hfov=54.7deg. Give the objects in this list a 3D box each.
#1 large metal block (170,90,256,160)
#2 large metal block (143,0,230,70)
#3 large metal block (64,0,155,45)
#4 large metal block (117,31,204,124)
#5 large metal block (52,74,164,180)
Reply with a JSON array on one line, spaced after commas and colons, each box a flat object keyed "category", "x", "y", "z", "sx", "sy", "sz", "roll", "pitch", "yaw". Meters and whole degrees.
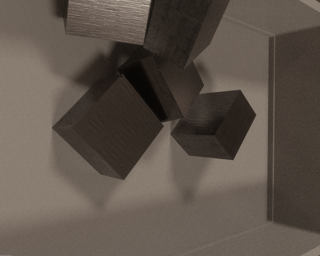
[{"category": "large metal block", "x": 0.075, "y": -0.005, "z": 0.436, "sx": 0.050, "sy": 0.080, "sz": 0.080, "roll": 49, "pitch": 61, "yaw": -29}, {"category": "large metal block", "x": 0.033, "y": -0.121, "z": 0.327, "sx": 0.050, "sy": 0.079, "sz": 0.080, "roll": 31, "pitch": 43, "yaw": 9}, {"category": "large metal block", "x": -0.051, "y": -0.136, "z": 0.311, "sx": 0.081, "sy": 0.050, "sz": 0.079, "roll": 2, "pitch": 126, "yaw": -22}, {"category": "large metal block", "x": 0.005, "y": -0.062, "z": 0.382, "sx": 0.080, "sy": 0.050, "sz": 0.080, "roll": 61, "pitch": 38, "yaw": -23}, {"category": "large metal block", "x": -0.055, "y": -0.001, "z": 0.346, "sx": 0.080, "sy": 0.050, "sz": 0.080, "roll": 52, "pitch": 60, "yaw": -28}]
